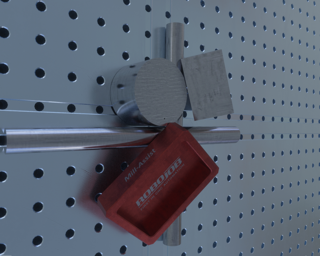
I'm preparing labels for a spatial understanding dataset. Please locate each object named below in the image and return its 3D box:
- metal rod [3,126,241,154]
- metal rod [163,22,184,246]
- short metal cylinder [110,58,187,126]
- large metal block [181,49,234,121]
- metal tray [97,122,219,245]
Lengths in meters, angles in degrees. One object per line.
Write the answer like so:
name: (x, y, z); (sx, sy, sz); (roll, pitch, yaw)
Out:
metal rod: (-0.018, 0.011, 0.372); (0.303, 0.025, 0.025); (-1, 91, -33)
metal rod: (0.019, 0.008, 0.425); (0.025, 0.025, 0.298); (1, 90, -40)
short metal cylinder: (-0.013, -0.042, 0.381); (0.081, 0.050, 0.079); (0, 90, -40)
large metal block: (0.065, -0.061, 0.421); (0.080, 0.050, 0.080); (-58, 136, -73)
metal tray: (0.002, 0.068, 0.374); (0.130, 0.030, 0.090); (-46, 126, -7)
